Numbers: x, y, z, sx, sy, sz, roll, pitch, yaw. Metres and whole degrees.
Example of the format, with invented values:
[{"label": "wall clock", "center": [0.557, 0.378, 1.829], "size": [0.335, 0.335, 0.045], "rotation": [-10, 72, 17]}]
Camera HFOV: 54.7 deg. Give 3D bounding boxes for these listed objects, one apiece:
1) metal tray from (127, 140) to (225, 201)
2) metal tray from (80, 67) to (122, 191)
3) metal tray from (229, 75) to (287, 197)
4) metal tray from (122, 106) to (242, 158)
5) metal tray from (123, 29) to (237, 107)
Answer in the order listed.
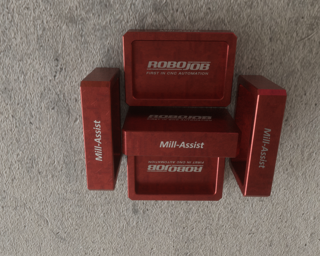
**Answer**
[{"label": "metal tray", "center": [0.021, 0.054, 0.430], "size": [0.131, 0.030, 0.089], "rotation": [1, 109, -1]}, {"label": "metal tray", "center": [-0.067, -0.002, 0.375], "size": [0.030, 0.090, 0.129], "rotation": [1, 111, -1]}, {"label": "metal tray", "center": [0.114, 0.007, 0.380], "size": [0.030, 0.090, 0.129], "rotation": [1, 110, 0]}, {"label": "metal tray", "center": [0.024, 0.002, 0.379], "size": [0.131, 0.090, 0.030], "rotation": [1, 111, -1]}, {"label": "metal tray", "center": [0.023, -0.073, 0.382], "size": [0.131, 0.030, 0.089], "rotation": [0, 113, -1]}]
